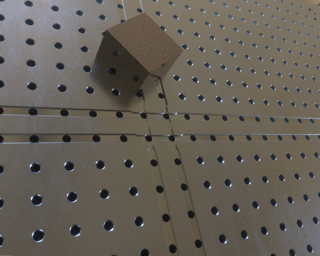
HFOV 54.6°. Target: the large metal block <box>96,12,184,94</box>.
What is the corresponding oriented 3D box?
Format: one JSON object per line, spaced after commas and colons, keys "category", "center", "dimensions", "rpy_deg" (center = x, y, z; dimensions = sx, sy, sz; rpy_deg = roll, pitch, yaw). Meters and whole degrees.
{"category": "large metal block", "center": [-0.028, -0.108, 0.442], "dimensions": [0.080, 0.050, 0.080], "rpy_deg": [46, 51, 3]}
